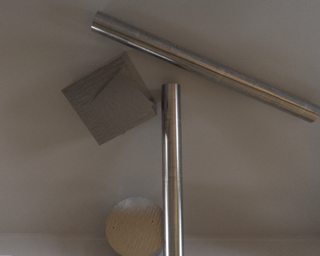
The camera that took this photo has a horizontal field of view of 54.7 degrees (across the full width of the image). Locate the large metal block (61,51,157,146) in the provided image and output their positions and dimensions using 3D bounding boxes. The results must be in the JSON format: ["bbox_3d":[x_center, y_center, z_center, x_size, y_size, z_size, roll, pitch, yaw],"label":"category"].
[{"bbox_3d":[-0.059,-0.038,0.383,0.080,0.050,0.080,-28,108,9],"label":"large metal block"}]

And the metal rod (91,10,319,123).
[{"bbox_3d":[0.063,-0.072,0.385,0.302,0.025,0.025,21,109,-8],"label":"metal rod"}]

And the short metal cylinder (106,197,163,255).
[{"bbox_3d":[-0.031,0.142,0.427,0.081,0.080,0.050,1,145,-1],"label":"short metal cylinder"}]

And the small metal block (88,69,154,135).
[{"bbox_3d":[-0.042,-0.029,0.347,0.050,0.025,0.050,42,104,-14],"label":"small metal block"}]

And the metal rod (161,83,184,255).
[{"bbox_3d":[0.016,0.095,0.377,0.025,0.025,0.298,-1,83,0],"label":"metal rod"}]
